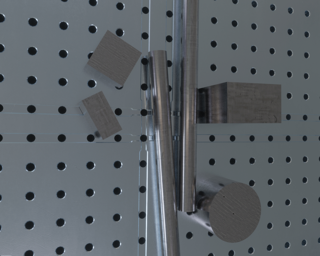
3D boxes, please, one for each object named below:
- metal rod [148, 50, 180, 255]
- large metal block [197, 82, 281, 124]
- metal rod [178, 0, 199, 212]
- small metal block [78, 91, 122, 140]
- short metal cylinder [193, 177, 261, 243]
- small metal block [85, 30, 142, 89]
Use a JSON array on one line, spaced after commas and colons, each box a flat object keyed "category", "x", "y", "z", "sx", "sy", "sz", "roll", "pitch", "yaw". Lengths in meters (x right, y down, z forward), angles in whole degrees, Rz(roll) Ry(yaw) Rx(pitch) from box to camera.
[{"category": "metal rod", "x": 0.007, "y": 0.048, "z": 0.415, "sx": 0.025, "sy": 0.025, "sz": 0.298, "roll": -4, "pitch": 92, "yaw": -20}, {"category": "large metal block", "x": 0.105, "y": -0.031, "z": 0.422, "sx": 0.081, "sy": 0.080, "sz": 0.050, "roll": 0, "pitch": 90, "yaw": -20}, {"category": "metal rod", "x": 0.039, "y": -0.037, "z": 0.427, "sx": 0.025, "sy": 0.025, "sz": 0.298, "roll": 1, "pitch": 90, "yaw": -20}, {"category": "small metal block", "x": -0.073, "y": -0.014, "z": 0.372, "sx": 0.025, "sy": 0.050, "sz": 0.050, "roll": -30, "pitch": 100, "yaw": -18}, {"category": "short metal cylinder", "x": 0.092, "y": 0.112, "z": 0.434, "sx": 0.081, "sy": 0.050, "sz": 0.079, "roll": 0, "pitch": 90, "yaw": -20}, {"category": "small metal block", "x": -0.059, "y": -0.086, "z": 0.391, "sx": 0.050, "sy": 0.025, "sz": 0.050, "roll": 31, "pitch": 80, "yaw": -18}]
